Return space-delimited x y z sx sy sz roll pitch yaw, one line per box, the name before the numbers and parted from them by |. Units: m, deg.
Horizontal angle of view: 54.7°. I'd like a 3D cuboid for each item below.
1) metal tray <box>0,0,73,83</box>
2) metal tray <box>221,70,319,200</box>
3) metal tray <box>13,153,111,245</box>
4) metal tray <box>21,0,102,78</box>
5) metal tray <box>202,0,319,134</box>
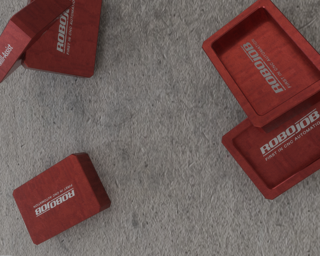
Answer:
metal tray | -0.178 -0.122 0.412 0.030 0.090 0.130 44 137 -21
metal tray | 0.149 0.009 0.353 0.130 0.030 0.090 -40 78 15
metal tray | -0.147 0.104 0.458 0.130 0.030 0.090 -31 80 17
metal tray | -0.132 -0.139 0.421 0.030 0.091 0.129 11 95 58
metal tray | 0.116 -0.071 0.343 0.090 0.030 0.130 -35 61 18
